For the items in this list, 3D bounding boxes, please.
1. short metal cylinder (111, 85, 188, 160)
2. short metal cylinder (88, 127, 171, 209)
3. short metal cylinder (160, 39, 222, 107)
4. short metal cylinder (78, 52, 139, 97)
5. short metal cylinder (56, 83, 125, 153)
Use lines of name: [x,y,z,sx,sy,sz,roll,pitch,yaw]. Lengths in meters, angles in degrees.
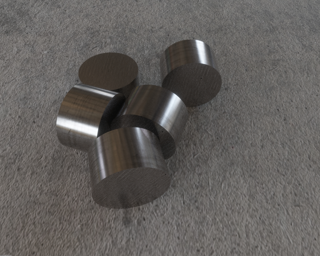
short metal cylinder: [-0.012,-0.005,0.372,0.080,0.080,0.050,15,52,12]
short metal cylinder: [-0.034,0.044,0.330,0.081,0.080,0.050,-10,51,-9]
short metal cylinder: [0.041,-0.074,0.430,0.081,0.080,0.050,-3,50,-2]
short metal cylinder: [-0.070,-0.062,0.439,0.080,0.050,0.080,0,50,0]
short metal cylinder: [-0.079,-0.009,0.375,0.050,0.080,0.080,16,52,13]
